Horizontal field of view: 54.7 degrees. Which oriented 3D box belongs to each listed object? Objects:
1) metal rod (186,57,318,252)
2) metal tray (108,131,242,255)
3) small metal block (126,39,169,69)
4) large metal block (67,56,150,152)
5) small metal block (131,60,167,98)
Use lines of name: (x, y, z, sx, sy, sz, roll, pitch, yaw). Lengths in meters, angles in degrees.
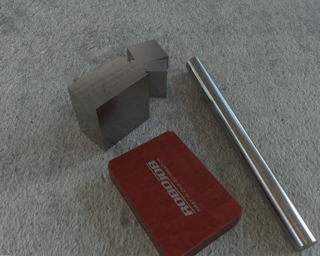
metal rod: (0.099, 0.008, 0.397, 0.025, 0.025, 0.299, -14, 51, -12)
metal tray: (0.013, 0.071, 0.341, 0.091, 0.030, 0.130, -27, 55, -21)
small metal block: (-0.020, -0.113, 0.498, 0.050, 0.025, 0.050, -20, 53, -17)
large metal block: (-0.060, -0.030, 0.392, 0.050, 0.080, 0.080, 36, 58, 26)
small metal block: (-0.016, -0.070, 0.446, 0.050, 0.050, 0.025, -1, 50, -1)
